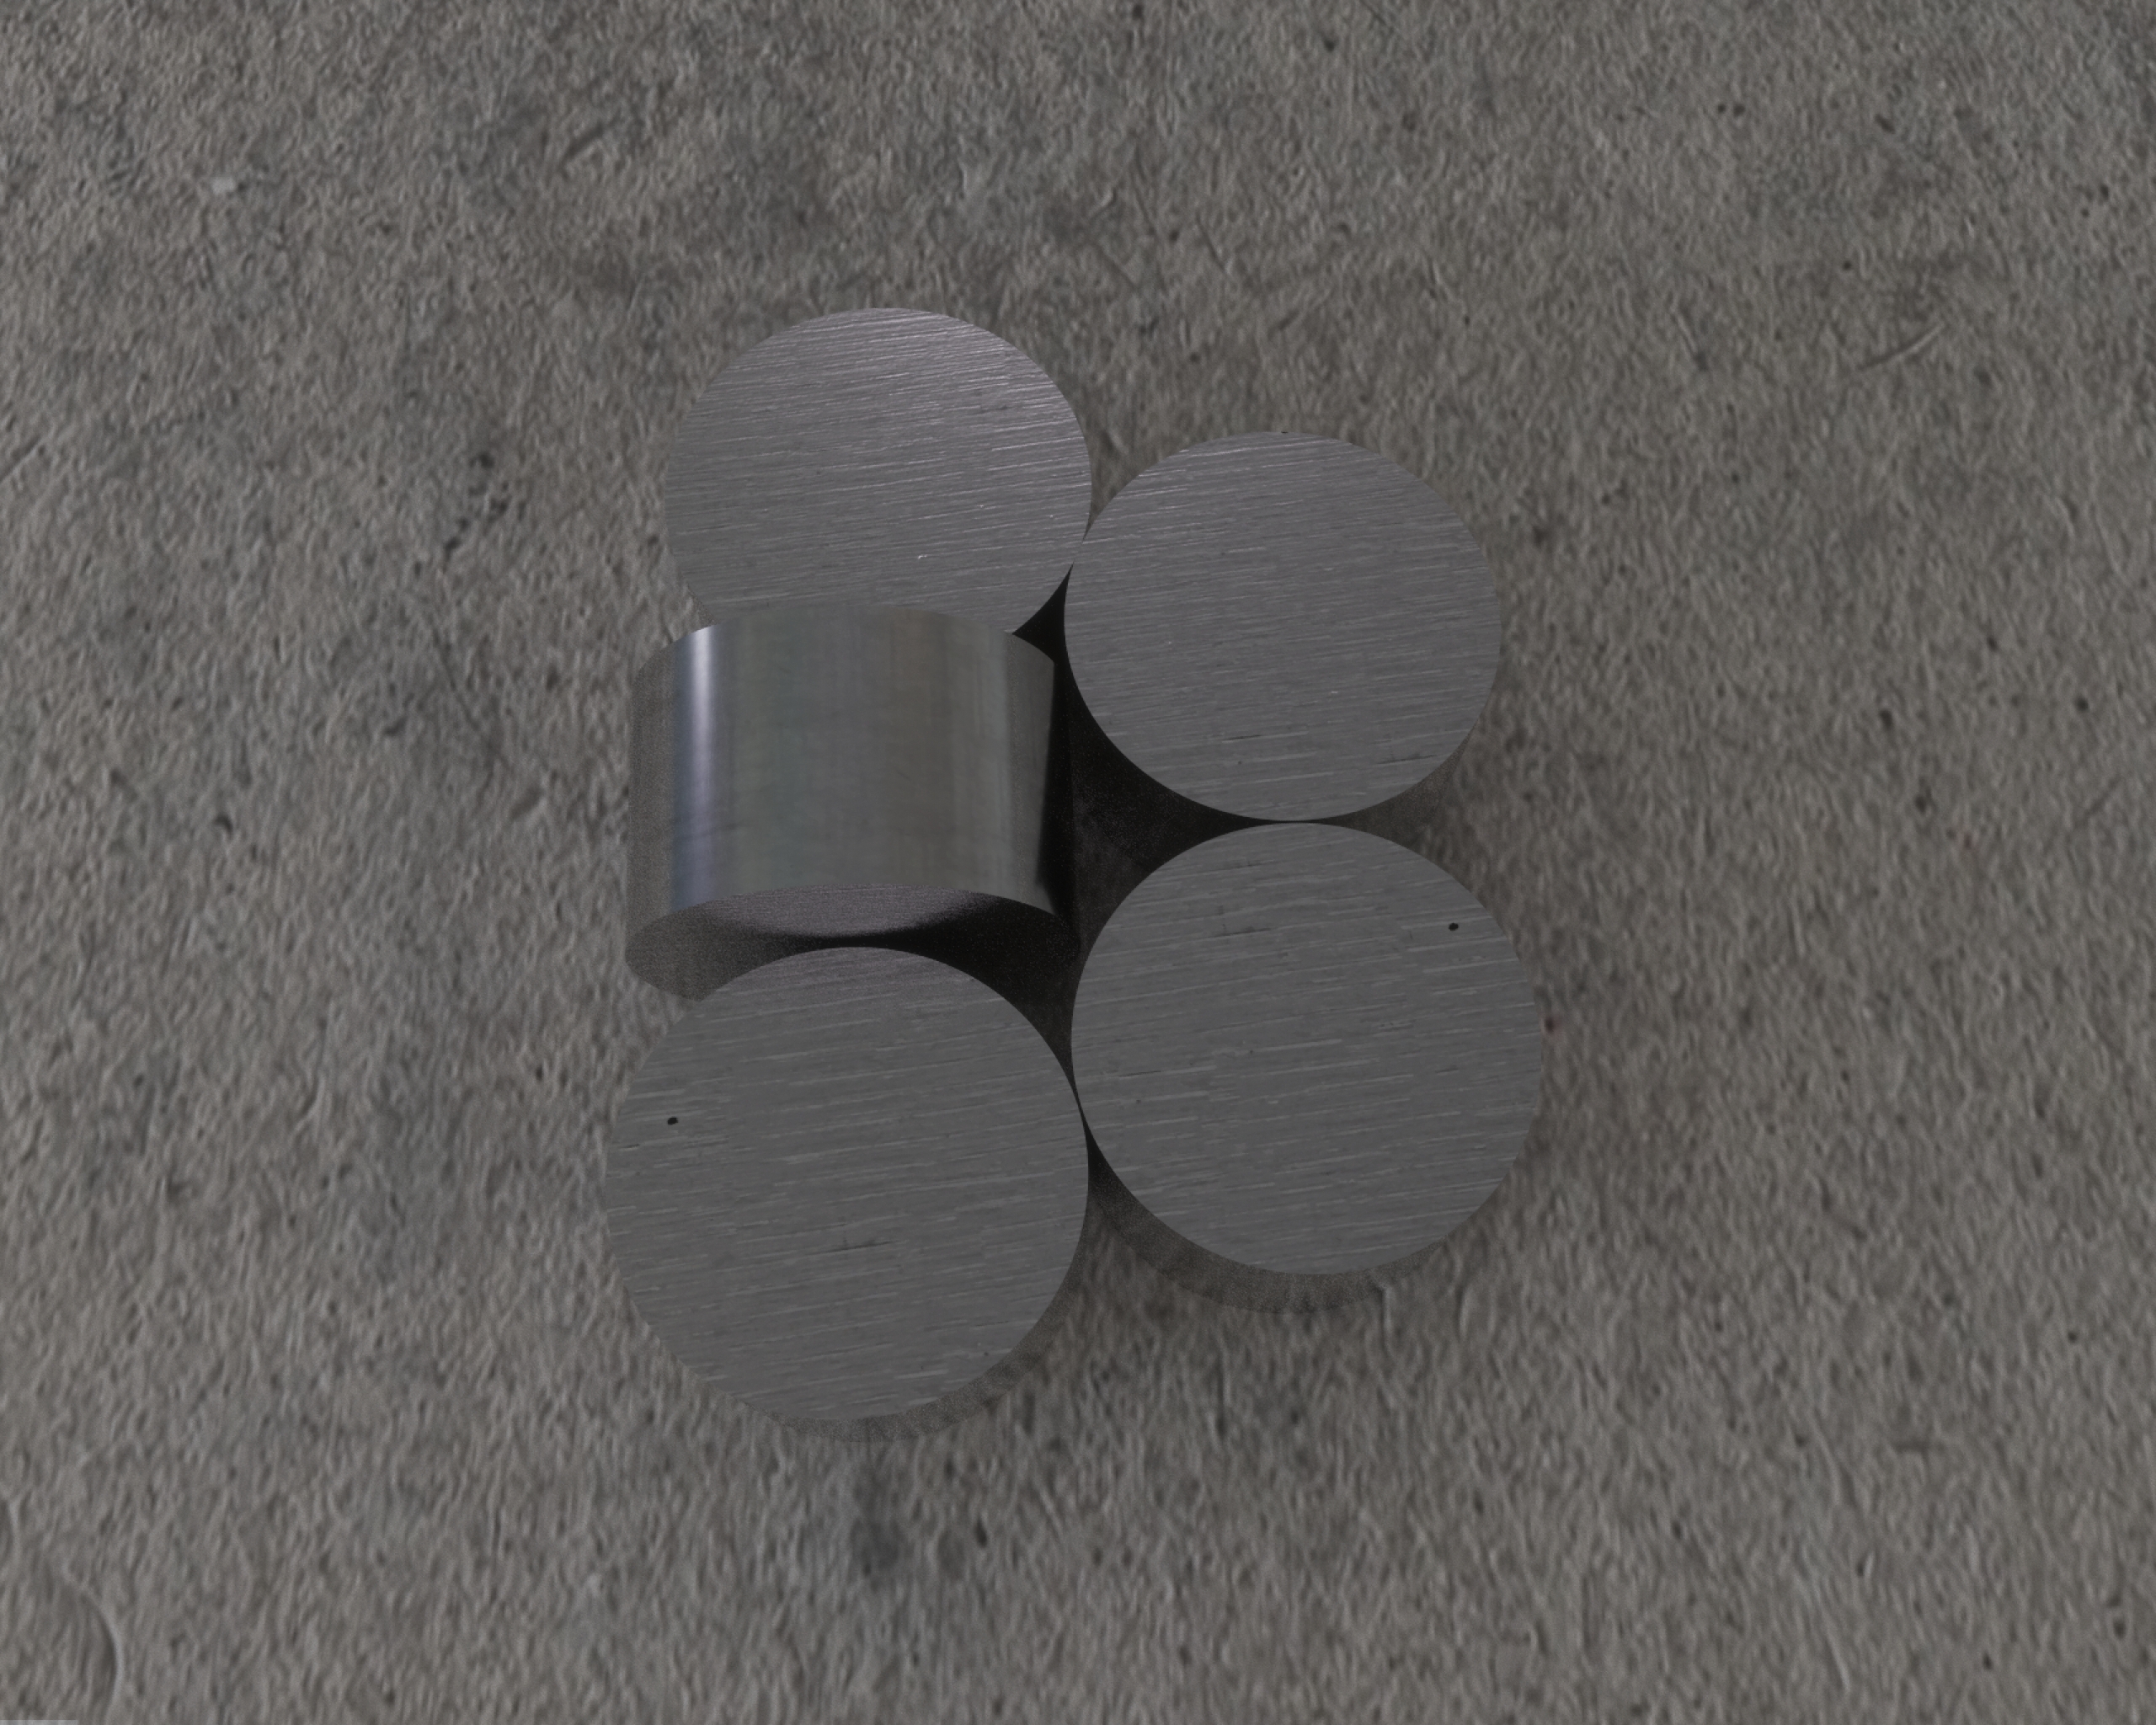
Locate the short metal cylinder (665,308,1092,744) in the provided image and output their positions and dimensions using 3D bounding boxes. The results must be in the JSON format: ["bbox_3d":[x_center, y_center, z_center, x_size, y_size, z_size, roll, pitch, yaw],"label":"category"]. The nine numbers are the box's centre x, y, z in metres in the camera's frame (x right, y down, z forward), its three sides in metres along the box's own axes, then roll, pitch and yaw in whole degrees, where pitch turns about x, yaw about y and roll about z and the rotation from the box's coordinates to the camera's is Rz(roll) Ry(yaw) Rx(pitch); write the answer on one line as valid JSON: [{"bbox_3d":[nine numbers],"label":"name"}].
[{"bbox_3d":[-0.037,-0.063,0.417,0.080,0.050,0.080,0,70,0],"label":"short metal cylinder"}]

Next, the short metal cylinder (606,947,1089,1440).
[{"bbox_3d":[-0.038,0.061,0.372,0.081,0.050,0.080,0,70,0],"label":"short metal cylinder"}]

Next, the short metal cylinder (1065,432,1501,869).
[{"bbox_3d":[0.038,-0.037,0.408,0.081,0.050,0.080,0,70,0],"label":"short metal cylinder"}]

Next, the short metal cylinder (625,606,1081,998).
[{"bbox_3d":[-0.041,-0.007,0.381,0.081,0.080,0.050,-3,70,-1],"label":"short metal cylinder"}]

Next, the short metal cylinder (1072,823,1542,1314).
[{"bbox_3d":[0.039,0.039,0.381,0.081,0.050,0.080,0,70,0],"label":"short metal cylinder"}]
